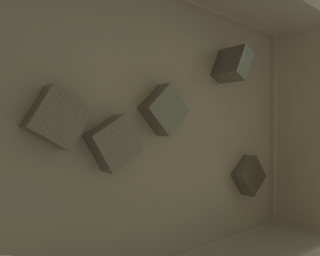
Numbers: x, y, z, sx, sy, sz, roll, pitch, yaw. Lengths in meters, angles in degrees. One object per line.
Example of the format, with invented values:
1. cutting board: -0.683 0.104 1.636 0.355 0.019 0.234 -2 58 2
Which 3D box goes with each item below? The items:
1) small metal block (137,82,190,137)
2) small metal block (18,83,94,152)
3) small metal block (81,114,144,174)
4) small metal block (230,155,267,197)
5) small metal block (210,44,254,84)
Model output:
1. small metal block: 0.005 -0.024 0.411 0.050 0.025 0.050 -51 120 -28
2. small metal block: -0.105 -0.010 0.318 0.050 0.025 0.050 38 67 -34
3. small metal block: -0.054 0.017 0.361 0.050 0.025 0.050 -38 113 -33
4. small metal block: 0.154 0.082 0.535 0.050 0.025 0.050 -47 118 -30
5. small metal block: 0.112 -0.099 0.484 0.025 0.050 0.050 34 69 -35
